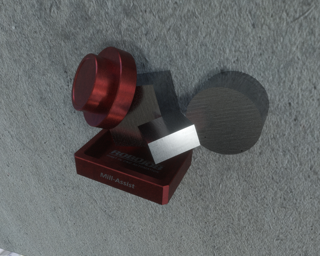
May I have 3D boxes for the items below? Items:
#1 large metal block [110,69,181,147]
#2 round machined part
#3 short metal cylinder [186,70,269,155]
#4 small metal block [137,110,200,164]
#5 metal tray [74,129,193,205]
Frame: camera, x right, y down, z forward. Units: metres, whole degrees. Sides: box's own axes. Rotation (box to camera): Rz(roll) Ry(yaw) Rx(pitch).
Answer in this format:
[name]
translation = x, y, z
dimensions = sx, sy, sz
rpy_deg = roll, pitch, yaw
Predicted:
[large metal block]
translation = -0.023, -0.023, 0.391
dimensions = 0.080, 0.050, 0.080
rpy_deg = -1, 118, 29
[round machined part]
translation = -0.072, -0.050, 0.367
dimensions = 0.042, 0.098, 0.098
rpy_deg = 13, 140, -36
[short metal cylinder]
translation = 0.075, -0.017, 0.343
dimensions = 0.080, 0.050, 0.079
rpy_deg = 13, 124, 21
[small metal block]
translation = 0.008, 0.008, 0.334
dimensions = 0.050, 0.050, 0.025
rpy_deg = -23, 115, -7
[metal tray]
translation = -0.033, 0.042, 0.409
dimensions = 0.130, 0.090, 0.030
rpy_deg = 16, 125, 19
